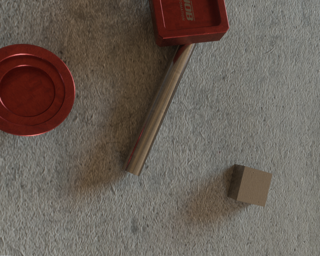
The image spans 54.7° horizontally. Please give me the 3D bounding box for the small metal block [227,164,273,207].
[{"bbox_3d":[0.133,0.085,0.459,0.050,0.025,0.050,17,84,-20],"label":"small metal block"}]

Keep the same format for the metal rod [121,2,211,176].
[{"bbox_3d":[0.021,-0.079,0.416,0.025,0.025,0.299,26,81,-18],"label":"metal rod"}]

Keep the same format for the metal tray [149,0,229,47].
[{"bbox_3d":[0.031,-0.176,0.399,0.091,0.030,0.129,-8,85,-8],"label":"metal tray"}]

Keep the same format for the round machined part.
[{"bbox_3d":[-0.147,-0.040,0.346,0.099,0.042,0.097,0,90,-20],"label":"round machined part"}]
